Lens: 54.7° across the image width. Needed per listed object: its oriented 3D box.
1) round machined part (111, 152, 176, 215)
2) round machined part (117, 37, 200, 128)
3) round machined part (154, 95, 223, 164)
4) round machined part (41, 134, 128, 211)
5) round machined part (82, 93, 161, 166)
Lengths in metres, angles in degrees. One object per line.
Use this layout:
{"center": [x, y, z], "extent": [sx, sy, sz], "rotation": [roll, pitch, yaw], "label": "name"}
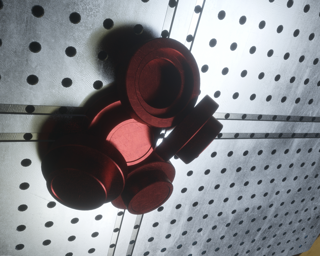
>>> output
{"center": [-0.021, 0.081, 0.424], "extent": [0.099, 0.042, 0.097], "rotation": [-20, 139, -18], "label": "round machined part"}
{"center": [-0.005, -0.051, 0.353], "extent": [0.099, 0.042, 0.097], "rotation": [-6, 101, -33], "label": "round machined part"}
{"center": [0.041, 0.007, 0.391], "extent": [0.042, 0.098, 0.098], "rotation": [43, 95, 2], "label": "round machined part"}
{"center": [-0.090, 0.058, 0.357], "extent": [0.099, 0.042, 0.097], "rotation": [4, 127, 6], "label": "round machined part"}
{"center": [-0.042, 0.008, 0.382], "extent": [0.099, 0.042, 0.097], "rotation": [-14, 125, -21], "label": "round machined part"}
